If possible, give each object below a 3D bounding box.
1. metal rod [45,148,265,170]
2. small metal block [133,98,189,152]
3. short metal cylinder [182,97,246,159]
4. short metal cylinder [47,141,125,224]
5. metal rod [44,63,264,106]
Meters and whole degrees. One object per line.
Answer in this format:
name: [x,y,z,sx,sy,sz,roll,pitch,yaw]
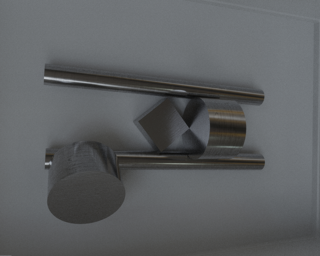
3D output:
metal rod: [0.008,0.043,0.412,0.303,0.025,0.025,3,89,-21]
small metal block: [0.002,-0.004,0.410,0.050,0.025,0.050,-40,103,-16]
short metal cylinder: [0.068,0.001,0.406,0.050,0.080,0.079,2,90,-20]
short metal cylinder: [-0.083,0.061,0.347,0.081,0.050,0.079,-9,127,-12]
metal rod: [0.007,-0.054,0.412,0.302,0.025,0.025,3,89,-21]
